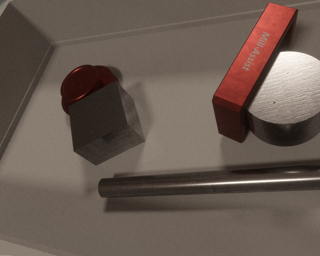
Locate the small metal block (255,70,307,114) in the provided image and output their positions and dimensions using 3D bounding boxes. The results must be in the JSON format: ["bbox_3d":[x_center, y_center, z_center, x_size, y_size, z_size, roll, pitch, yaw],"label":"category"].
[{"bbox_3d":[0.137,-0.042,0.351,0.050,0.025,0.050,12,69,18],"label":"small metal block"}]

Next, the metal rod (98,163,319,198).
[{"bbox_3d":[0.065,0.058,0.334,0.301,0.025,0.025,-8,59,23],"label":"metal rod"}]

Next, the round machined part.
[{"bbox_3d":[-0.117,-0.061,0.492,0.098,0.042,0.098,-13,56,20],"label":"round machined part"}]

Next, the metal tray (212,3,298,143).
[{"bbox_3d":[0.105,-0.057,0.340,0.030,0.090,0.130,26,75,24],"label":"metal tray"}]

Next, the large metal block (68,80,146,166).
[{"bbox_3d":[-0.075,-0.006,0.431,0.080,0.050,0.080,-27,53,11],"label":"large metal block"}]

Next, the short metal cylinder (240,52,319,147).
[{"bbox_3d":[0.123,-0.028,0.307,0.080,0.050,0.080,-9,60,17],"label":"short metal cylinder"}]
